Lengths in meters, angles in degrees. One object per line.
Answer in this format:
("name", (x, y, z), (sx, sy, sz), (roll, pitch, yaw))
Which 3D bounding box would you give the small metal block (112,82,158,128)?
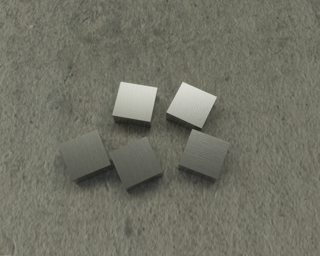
("small metal block", (-0.033, -0.031, 0.419), (0.050, 0.025, 0.050), (10, 70, 3))

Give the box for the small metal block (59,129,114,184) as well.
("small metal block", (-0.093, 0.037, 0.394), (0.050, 0.025, 0.050), (-22, 72, -8))

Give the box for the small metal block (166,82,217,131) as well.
("small metal block", (0.042, -0.027, 0.418), (0.050, 0.025, 0.050), (25, 72, 8))

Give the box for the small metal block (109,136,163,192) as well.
("small metal block", (-0.030, 0.046, 0.391), (0.050, 0.025, 0.050), (-24, 72, -9))

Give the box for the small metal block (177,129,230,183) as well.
("small metal block", (0.055, 0.036, 0.396), (0.050, 0.025, 0.050), (21, 71, 7))
